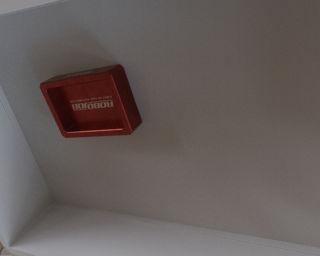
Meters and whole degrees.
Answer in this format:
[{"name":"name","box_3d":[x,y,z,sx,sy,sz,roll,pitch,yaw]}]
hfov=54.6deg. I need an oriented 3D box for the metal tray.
[{"name":"metal tray","box_3d":[-0.098,-0.034,0.437,0.130,0.030,0.090,-4,117,30]}]
